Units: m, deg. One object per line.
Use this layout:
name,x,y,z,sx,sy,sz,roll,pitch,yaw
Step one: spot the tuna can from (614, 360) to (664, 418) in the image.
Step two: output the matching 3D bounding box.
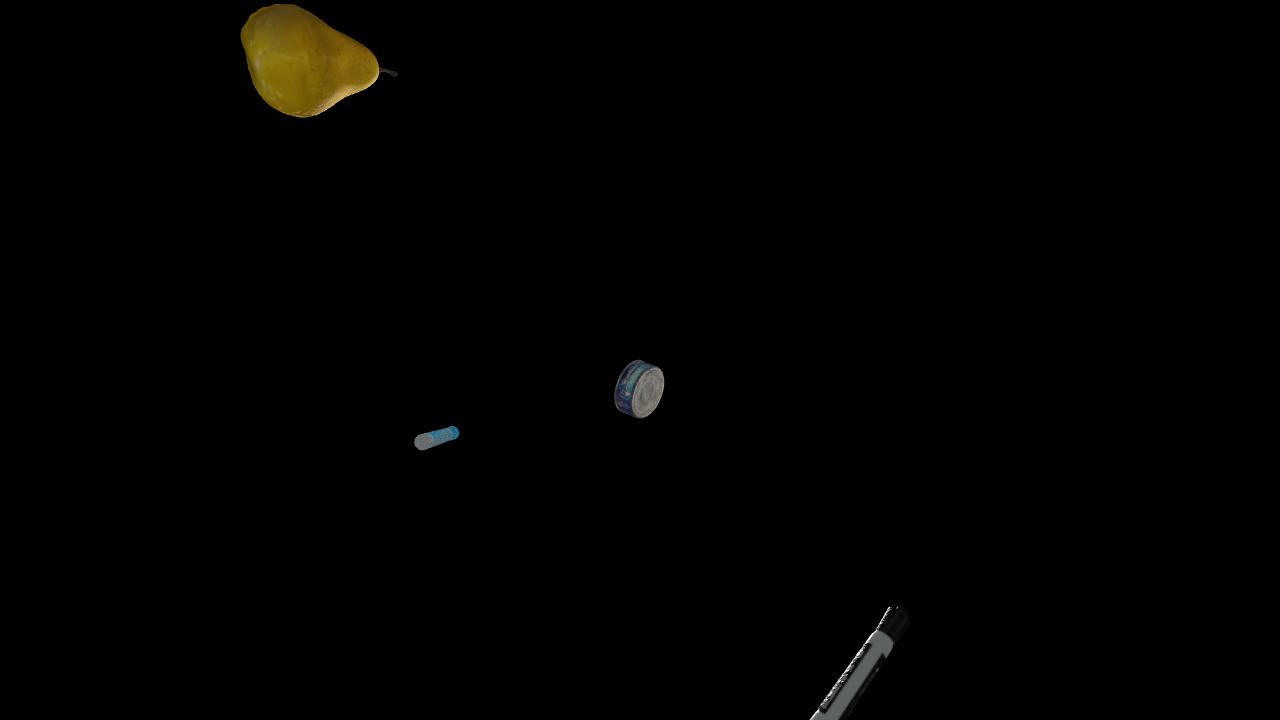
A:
tuna can,0.001,0.044,0.921,0.034,0.084,0.084,20,11,34

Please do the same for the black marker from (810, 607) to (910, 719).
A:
black marker,0.164,0.230,0.455,0.121,0.020,0.020,-38,19,-26

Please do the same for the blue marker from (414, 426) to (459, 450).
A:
blue marker,-0.250,0.096,0.765,0.020,0.020,0.121,0,-2,0

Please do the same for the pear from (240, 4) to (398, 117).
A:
pear,-0.247,-0.236,0.487,0.111,0.080,0.080,-20,10,-29
